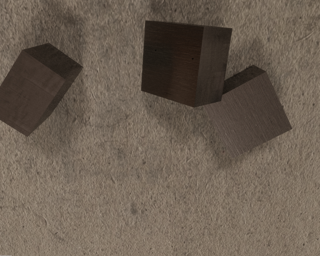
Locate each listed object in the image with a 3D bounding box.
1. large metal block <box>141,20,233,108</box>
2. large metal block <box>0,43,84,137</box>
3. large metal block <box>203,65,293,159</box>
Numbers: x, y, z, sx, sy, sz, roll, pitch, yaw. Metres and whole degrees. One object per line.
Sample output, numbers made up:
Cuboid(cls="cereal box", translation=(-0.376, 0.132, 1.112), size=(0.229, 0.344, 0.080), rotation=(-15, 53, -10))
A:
Cuboid(cls="large metal block", translation=(0.027, -0.075, 0.347), size=(0.080, 0.050, 0.079), rotation=(22, 116, 39))
Cuboid(cls="large metal block", translation=(-0.141, -0.048, 0.361), size=(0.050, 0.080, 0.080), rotation=(36, 106, -13))
Cuboid(cls="large metal block", translation=(0.105, -0.021, 0.390), size=(0.080, 0.050, 0.080), rotation=(-28, 108, 9))
